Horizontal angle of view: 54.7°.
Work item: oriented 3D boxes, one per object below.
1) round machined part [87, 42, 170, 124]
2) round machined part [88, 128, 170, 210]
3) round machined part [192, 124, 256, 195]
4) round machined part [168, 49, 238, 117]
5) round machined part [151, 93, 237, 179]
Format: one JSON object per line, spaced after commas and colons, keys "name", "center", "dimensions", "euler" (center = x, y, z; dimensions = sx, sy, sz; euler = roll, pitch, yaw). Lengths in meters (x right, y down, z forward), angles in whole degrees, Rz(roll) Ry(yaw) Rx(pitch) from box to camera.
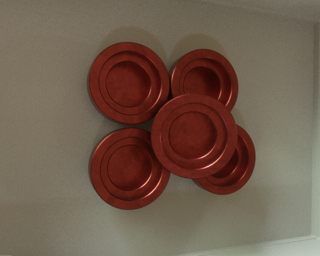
{"name": "round machined part", "center": [-0.041, -0.053, 0.385], "dimensions": [0.099, 0.042, 0.097], "euler": [0, 90, -21]}
{"name": "round machined part", "center": [-0.040, 0.048, 0.386], "dimensions": [0.099, 0.042, 0.097], "euler": [0, 90, -21]}
{"name": "round machined part", "center": [0.079, 0.040, 0.431], "dimensions": [0.099, 0.042, 0.097], "euler": [0, 90, -21]}
{"name": "round machined part", "center": [0.053, -0.054, 0.420], "dimensions": [0.099, 0.042, 0.097], "euler": [0, 90, -21]}
{"name": "round machined part", "center": [0.038, 0.008, 0.370], "dimensions": [0.099, 0.042, 0.097], "euler": [0, 95, -2]}
